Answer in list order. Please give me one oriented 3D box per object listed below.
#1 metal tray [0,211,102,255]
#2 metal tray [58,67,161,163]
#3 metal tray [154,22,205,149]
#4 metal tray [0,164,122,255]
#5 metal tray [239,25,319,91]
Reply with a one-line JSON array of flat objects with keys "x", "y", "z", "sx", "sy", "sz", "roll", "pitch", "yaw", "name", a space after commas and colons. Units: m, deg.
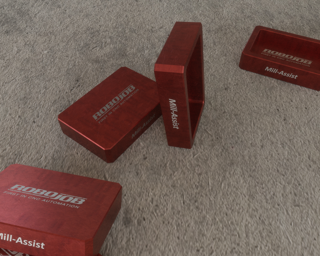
[{"x": -0.121, "y": 0.132, "z": 0.288, "sx": 0.130, "sy": 0.030, "sz": 0.090, "roll": 27, "pitch": 55, "yaw": 21, "name": "metal tray"}, {"x": -0.058, "y": -0.024, "z": 0.419, "sx": 0.090, "sy": 0.030, "sz": 0.131, "roll": 30, "pitch": 56, "yaw": 22, "name": "metal tray"}, {"x": 0.029, "y": -0.048, "z": 0.373, "sx": 0.030, "sy": 0.129, "sz": 0.090, "roll": 8, "pitch": 50, "yaw": 17, "name": "metal tray"}, {"x": -0.113, "y": 0.080, "z": 0.307, "sx": 0.131, "sy": 0.030, "sz": 0.090, "roll": 9, "pitch": 23, "yaw": 8, "name": "metal tray"}, {"x": 0.204, "y": -0.115, "z": 0.497, "sx": 0.130, "sy": 0.030, "sz": 0.090, "roll": 20, "pitch": 53, "yaw": 16, "name": "metal tray"}]
